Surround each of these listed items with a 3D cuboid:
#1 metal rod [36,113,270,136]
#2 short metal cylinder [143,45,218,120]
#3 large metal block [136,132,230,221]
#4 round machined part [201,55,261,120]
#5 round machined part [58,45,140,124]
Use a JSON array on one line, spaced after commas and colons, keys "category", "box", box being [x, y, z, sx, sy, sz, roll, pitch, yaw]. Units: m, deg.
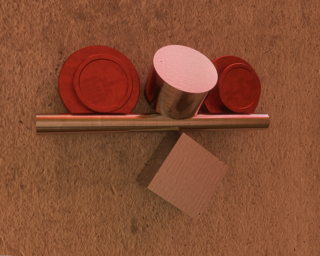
[{"category": "metal rod", "box": [0.007, -0.007, 0.390, 0.303, 0.025, 0.025, -1, 91, -20]}, {"category": "short metal cylinder", "box": [0.024, -0.057, 0.386, 0.081, 0.050, 0.080, 10, 52, -13]}, {"category": "large metal block", "box": [0.029, 0.060, 0.406, 0.080, 0.050, 0.080, 37, 78, -17]}, {"category": "round machined part", "box": [0.102, -0.054, 0.439, 0.099, 0.042, 0.097, 0, 90, -20]}, {"category": "round machined part", "box": [-0.071, -0.051, 0.374, 0.099, 0.042, 0.097, 0, 90, -20]}]
